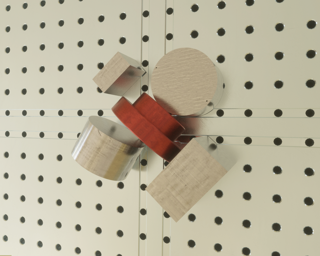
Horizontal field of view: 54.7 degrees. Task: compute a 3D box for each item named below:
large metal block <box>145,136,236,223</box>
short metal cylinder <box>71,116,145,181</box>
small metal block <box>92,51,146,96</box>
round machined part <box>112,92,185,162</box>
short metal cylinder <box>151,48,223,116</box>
[{"bbox_3d":[0.040,0.056,0.369,0.050,0.080,0.080,45,104,14],"label":"large metal block"},{"bbox_3d":[-0.067,0.025,0.405,0.080,0.080,0.050,33,101,16],"label":"short metal cylinder"},{"bbox_3d":[-0.054,-0.071,0.417,0.050,0.050,0.025,-44,77,14],"label":"small metal block"},{"bbox_3d":[-0.008,-0.006,0.376,0.098,0.098,0.042,43,91,14],"label":"round machined part"},{"bbox_3d":[0.035,-0.054,0.386,0.080,0.050,0.079,0,90,19],"label":"short metal cylinder"}]
